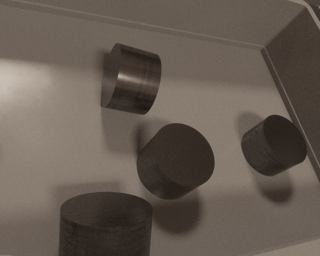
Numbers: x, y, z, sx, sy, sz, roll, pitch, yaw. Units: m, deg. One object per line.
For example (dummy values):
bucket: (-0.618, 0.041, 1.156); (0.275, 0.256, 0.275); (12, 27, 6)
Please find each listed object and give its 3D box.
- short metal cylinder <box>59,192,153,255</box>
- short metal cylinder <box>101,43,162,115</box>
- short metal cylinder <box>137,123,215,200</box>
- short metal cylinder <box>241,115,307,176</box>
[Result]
short metal cylinder: (-0.048, 0.095, 0.278); (0.081, 0.080, 0.050); (0, 98, -29)
short metal cylinder: (-0.038, -0.060, 0.388); (0.050, 0.080, 0.080); (11, 57, -23)
short metal cylinder: (0.018, 0.041, 0.376); (0.081, 0.050, 0.080); (14, 56, -21)
short metal cylinder: (0.172, 0.027, 0.468); (0.081, 0.050, 0.080); (14, 56, -21)
